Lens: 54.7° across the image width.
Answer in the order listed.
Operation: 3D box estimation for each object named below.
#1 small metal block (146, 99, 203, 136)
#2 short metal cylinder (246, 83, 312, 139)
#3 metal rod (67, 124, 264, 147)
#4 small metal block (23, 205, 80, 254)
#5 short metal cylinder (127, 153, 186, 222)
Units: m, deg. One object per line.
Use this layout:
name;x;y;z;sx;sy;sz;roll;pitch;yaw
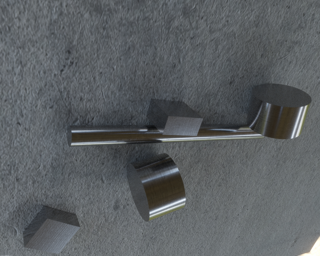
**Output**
small metal block;0.018;-0.014;0.393;0.050;0.050;0.025;3;117;-30
short metal cylinder;0.171;-0.026;0.451;0.081;0.080;0.050;-12;124;-22
metal rod;0.029;0.007;0.428;0.303;0.025;0.025;-1;119;-29
small metal block;-0.145;0.136;0.413;0.050;0.025;0.050;33;100;-39
short metal cylinder;-0.007;0.079;0.418;0.050;0.080;0.079;-15;125;-20
